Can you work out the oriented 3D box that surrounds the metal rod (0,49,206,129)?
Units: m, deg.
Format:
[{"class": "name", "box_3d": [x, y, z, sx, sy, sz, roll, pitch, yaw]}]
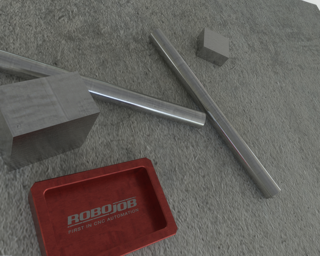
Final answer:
[{"class": "metal rod", "box_3d": [-0.078, -0.048, 0.392, 0.302, 0.025, 0.025, 15, 56, -20]}]

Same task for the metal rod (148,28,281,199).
[{"class": "metal rod", "box_3d": [0.076, -0.028, 0.463, 0.025, 0.025, 0.299, -26, 76, -37]}]

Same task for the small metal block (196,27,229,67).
[{"class": "small metal block", "box_3d": [0.092, -0.142, 0.542, 0.050, 0.025, 0.050, 20, 54, -17]}]

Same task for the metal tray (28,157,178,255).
[{"class": "metal tray", "box_3d": [-0.056, 0.087, 0.317, 0.131, 0.030, 0.090, -10, 67, -33]}]

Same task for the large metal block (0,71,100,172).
[{"class": "large metal block", "box_3d": [-0.117, -0.006, 0.310, 0.081, 0.080, 0.050, -21, 73, -36]}]
